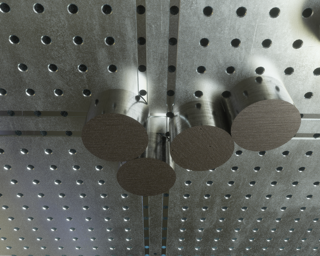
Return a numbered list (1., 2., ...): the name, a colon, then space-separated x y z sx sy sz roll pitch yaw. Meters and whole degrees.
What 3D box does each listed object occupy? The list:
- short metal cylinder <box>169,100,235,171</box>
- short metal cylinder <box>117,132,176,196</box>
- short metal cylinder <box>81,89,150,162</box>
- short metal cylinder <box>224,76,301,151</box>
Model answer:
1. short metal cylinder: 0.052 0.011 0.405 0.081 0.050 0.079 0 130 0
2. short metal cylinder: -0.018 0.052 0.439 0.081 0.050 0.079 0 130 0
3. short metal cylinder: -0.054 -0.003 0.392 0.081 0.050 0.079 0 130 0
4. short metal cylinder: 0.124 -0.017 0.382 0.081 0.050 0.079 0 130 0
